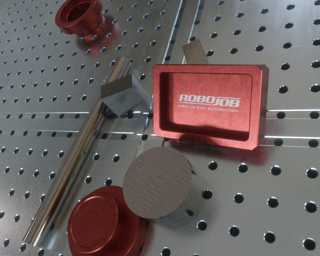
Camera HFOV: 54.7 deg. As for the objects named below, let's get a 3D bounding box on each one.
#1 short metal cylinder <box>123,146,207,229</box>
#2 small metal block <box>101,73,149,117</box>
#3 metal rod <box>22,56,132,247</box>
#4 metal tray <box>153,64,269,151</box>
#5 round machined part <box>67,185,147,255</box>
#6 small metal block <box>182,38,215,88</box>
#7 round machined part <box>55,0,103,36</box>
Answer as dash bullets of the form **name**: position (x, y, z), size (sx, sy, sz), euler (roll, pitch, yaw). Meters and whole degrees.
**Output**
- **short metal cylinder**: position (0.006, 0.067, 0.348), size (0.080, 0.050, 0.080), euler (-13, 56, 21)
- **small metal block**: position (-0.050, -0.046, 0.447), size (0.050, 0.050, 0.025), euler (-19, 55, 17)
- **metal rod**: position (-0.113, 0.021, 0.454), size (0.025, 0.025, 0.300), euler (10, 66, 32)
- **metal tray**: position (0.054, -0.029, 0.361), size (0.130, 0.030, 0.089), euler (7, 104, 31)
- **round machined part**: position (-0.068, 0.114, 0.363), size (0.098, 0.042, 0.098), euler (-13, 56, 21)
- **small metal block**: position (0.055, -0.081, 0.413), size (0.025, 0.050, 0.050), euler (-22, 53, 15)
- **round machined part**: position (-0.155, -0.222, 0.616), size (0.098, 0.042, 0.098), euler (-13, 56, 21)
